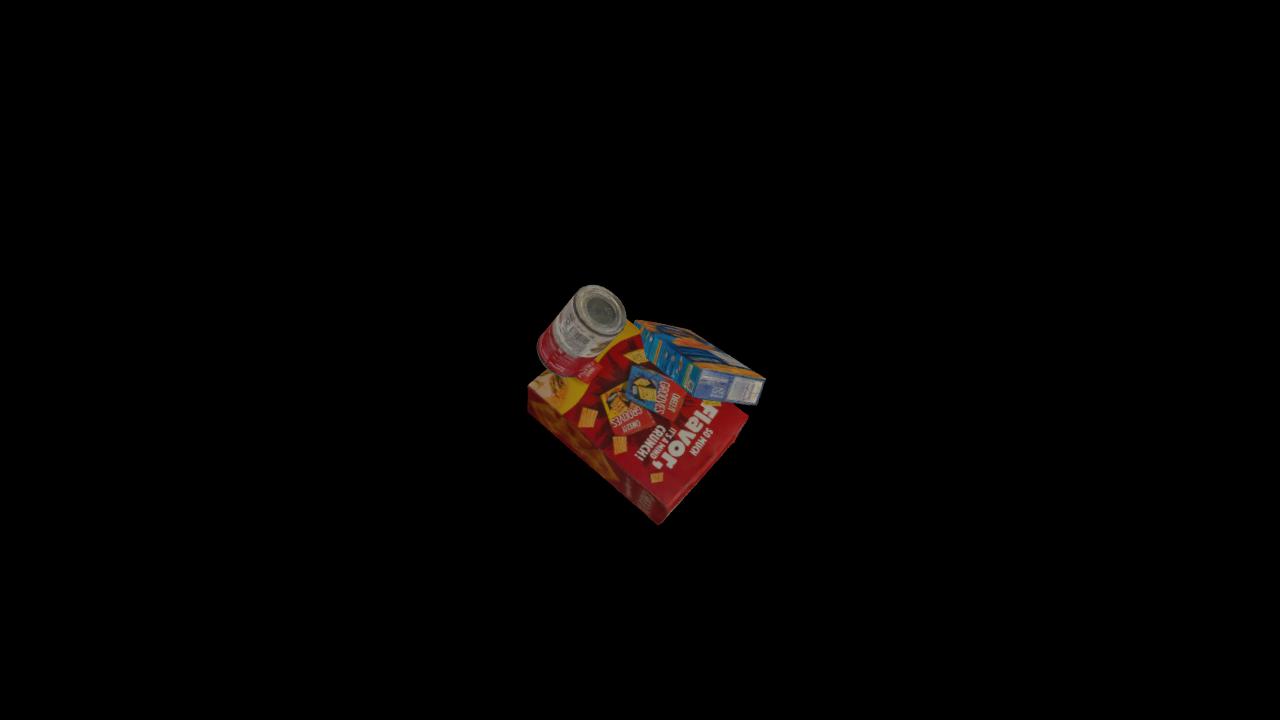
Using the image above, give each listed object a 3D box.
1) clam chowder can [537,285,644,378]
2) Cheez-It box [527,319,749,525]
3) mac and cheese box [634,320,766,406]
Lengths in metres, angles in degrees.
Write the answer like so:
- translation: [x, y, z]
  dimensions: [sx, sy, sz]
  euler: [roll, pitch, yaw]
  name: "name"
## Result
- translation: [-0.068, -0.032, 0.707]
  dimensions: [0.068, 0.068, 0.102]
  euler: [0, -28, -35]
  name: "clam chowder can"
- translation: [-0.004, 0.065, 0.757]
  dimensions: [0.166, 0.223, 0.071]
  euler: [-42, -19, -30]
  name: "Cheez-It box"
- translation: [0.064, 0.000, 0.756]
  dimensions: [0.093, 0.041, 0.184]
  euler: [8, 17, -28]
  name: "mac and cheese box"
